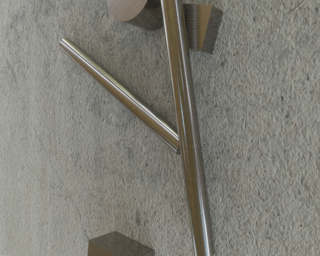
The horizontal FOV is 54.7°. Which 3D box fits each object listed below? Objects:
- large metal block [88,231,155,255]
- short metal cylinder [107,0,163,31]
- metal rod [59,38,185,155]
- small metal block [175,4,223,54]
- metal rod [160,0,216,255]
[{"bbox_3d":[-0.057,0.202,0.434,0.080,0.050,0.079,9,96,39],"label":"large metal block"},{"bbox_3d":[-0.024,-0.174,0.407,0.080,0.050,0.079,0,90,39],"label":"short metal cylinder"},{"bbox_3d":[-0.067,-0.061,0.457,0.300,0.025,0.025,41,115,32],"label":"metal rod"},{"bbox_3d":[0.041,-0.118,0.369,0.050,0.025,0.050,21,103,37],"label":"small metal block"},{"bbox_3d":[0.032,-0.002,0.356,0.025,0.025,0.298,-6,92,39],"label":"metal rod"}]
